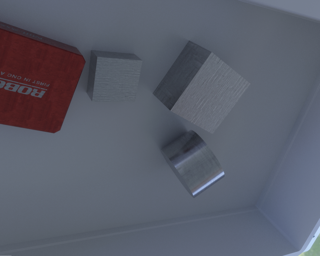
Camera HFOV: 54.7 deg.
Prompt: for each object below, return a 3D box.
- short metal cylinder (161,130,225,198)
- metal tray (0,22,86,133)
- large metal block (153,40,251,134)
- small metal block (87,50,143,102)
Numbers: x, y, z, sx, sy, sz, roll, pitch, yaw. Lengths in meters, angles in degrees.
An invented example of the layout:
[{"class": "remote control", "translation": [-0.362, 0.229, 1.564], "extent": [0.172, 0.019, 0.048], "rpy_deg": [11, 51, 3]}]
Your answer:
[{"class": "short metal cylinder", "translation": [0.044, 0.049, 0.430], "extent": [0.050, 0.080, 0.080], "rpy_deg": [-34, 129, -6]}, {"class": "metal tray", "translation": [-0.149, -0.050, 0.293], "extent": [0.131, 0.030, 0.089], "rpy_deg": [13, 112, -34]}, {"class": "large metal block", "translation": [0.052, -0.050, 0.392], "extent": [0.080, 0.050, 0.080], "rpy_deg": [27, 104, -38]}, {"class": "small metal block", "translation": [-0.052, -0.057, 0.346], "extent": [0.050, 0.025, 0.050], "rpy_deg": [-2, 119, -28]}]
